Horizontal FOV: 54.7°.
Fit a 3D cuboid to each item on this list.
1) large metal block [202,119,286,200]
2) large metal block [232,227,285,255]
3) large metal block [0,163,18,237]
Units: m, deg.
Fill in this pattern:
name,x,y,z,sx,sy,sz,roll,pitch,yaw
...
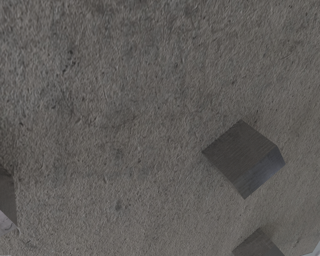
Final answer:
name,x,y,z,sx,sy,sz,roll,pitch,yaw
large metal block,0.124,0.045,0.467,0.080,0.080,0.050,-40,129,-1
large metal block,0.218,0.277,0.681,0.080,0.050,0.080,-42,130,0
large metal block,-0.189,0.060,0.305,0.050,0.080,0.080,-28,128,-11
